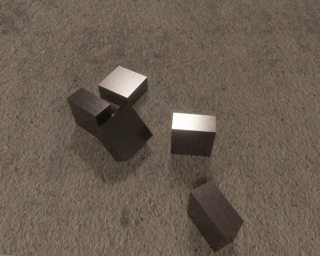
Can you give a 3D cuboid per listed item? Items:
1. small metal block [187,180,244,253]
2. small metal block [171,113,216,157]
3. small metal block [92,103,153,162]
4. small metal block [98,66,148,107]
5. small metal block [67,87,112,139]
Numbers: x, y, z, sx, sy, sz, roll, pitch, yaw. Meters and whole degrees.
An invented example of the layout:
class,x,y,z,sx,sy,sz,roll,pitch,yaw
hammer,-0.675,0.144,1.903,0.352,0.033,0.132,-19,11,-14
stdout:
class,x,y,z,sx,sy,sz,roll,pitch,yaw
small metal block,0.054,0.090,0.312,0.025,0.050,0.050,-24,54,-19
small metal block,0.040,0.009,0.380,0.050,0.050,0.025,5,50,3
small metal block,-0.046,0.006,0.380,0.050,0.025,0.050,-43,106,-30
small metal block,-0.053,-0.059,0.452,0.050,0.025,0.050,25,54,19
small metal block,-0.087,-0.017,0.400,0.050,0.050,0.025,31,58,23
